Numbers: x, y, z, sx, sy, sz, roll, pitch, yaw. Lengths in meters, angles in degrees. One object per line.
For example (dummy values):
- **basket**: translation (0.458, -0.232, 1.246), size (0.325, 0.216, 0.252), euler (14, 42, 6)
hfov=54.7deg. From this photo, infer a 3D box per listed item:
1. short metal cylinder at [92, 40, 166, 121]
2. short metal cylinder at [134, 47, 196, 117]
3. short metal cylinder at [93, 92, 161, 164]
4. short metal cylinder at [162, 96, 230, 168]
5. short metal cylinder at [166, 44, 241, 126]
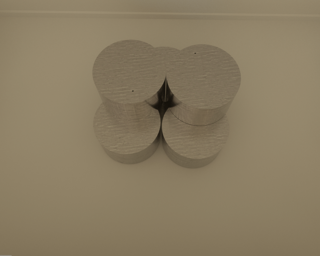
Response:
- **short metal cylinder**: translation (-0.033, -0.055, 0.361), size (0.081, 0.050, 0.080), euler (0, 70, 0)
- **short metal cylinder**: translation (0.006, -0.061, 0.417), size (0.081, 0.050, 0.080), euler (0, 70, 0)
- **short metal cylinder**: translation (-0.039, 0.001, 0.394), size (0.081, 0.050, 0.080), euler (0, 70, 0)
- **short metal cylinder**: translation (0.043, 0.006, 0.392), size (0.081, 0.050, 0.080), euler (0, 70, 0)
- **short metal cylinder**: translation (0.047, -0.049, 0.359), size (0.081, 0.050, 0.080), euler (0, 70, 0)
